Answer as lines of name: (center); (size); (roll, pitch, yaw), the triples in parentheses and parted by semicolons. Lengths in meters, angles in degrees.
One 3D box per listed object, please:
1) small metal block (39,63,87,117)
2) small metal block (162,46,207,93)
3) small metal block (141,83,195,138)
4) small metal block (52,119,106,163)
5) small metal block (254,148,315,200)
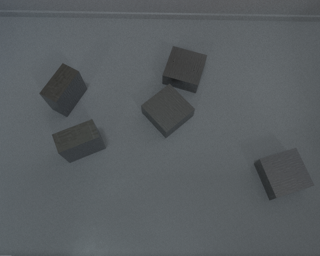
small metal block: (-0.127, -0.049, 0.413); (0.025, 0.050, 0.050); (28, 72, 9)
small metal block: (0.035, -0.083, 0.440); (0.050, 0.025, 0.050); (17, 71, 5)
small metal block: (0.010, -0.023, 0.418); (0.050, 0.025, 0.050); (-39, 75, -13)
small metal block: (-0.100, 0.018, 0.389); (0.050, 0.050, 0.025); (-22, 72, -8)
small metal block: (0.155, 0.058, 0.390); (0.050, 0.025, 0.050); (-16, 71, -6)
